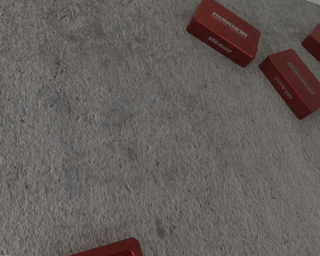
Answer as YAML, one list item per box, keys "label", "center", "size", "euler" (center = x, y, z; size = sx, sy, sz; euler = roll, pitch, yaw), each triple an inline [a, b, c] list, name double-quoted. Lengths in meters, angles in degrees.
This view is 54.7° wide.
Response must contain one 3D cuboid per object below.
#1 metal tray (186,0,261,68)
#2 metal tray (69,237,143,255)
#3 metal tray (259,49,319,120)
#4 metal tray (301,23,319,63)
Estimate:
- label: "metal tray"
  center: [0.121, -0.180, 0.575]
  size: [0.130, 0.030, 0.090]
  euler: [30, 52, -9]
- label: "metal tray"
  center: [-0.047, 0.173, 0.269]
  size: [0.091, 0.030, 0.130]
  euler: [-5, 64, -31]
- label: "metal tray"
  center: [0.260, -0.087, 0.593]
  size: [0.091, 0.030, 0.130]
  euler: [-23, 74, -36]
- label: "metal tray"
  center: [0.397, -0.202, 0.737]
  size: [0.090, 0.030, 0.131]
  euler: [46, 51, 3]
